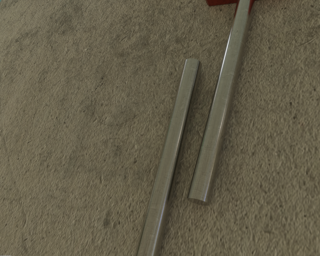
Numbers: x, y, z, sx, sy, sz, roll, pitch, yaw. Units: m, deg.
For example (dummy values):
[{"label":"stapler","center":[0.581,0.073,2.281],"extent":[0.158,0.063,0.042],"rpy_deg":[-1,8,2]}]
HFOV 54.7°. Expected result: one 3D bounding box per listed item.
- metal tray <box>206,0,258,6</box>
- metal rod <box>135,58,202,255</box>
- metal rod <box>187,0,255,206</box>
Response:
[{"label":"metal tray","center":[0.138,-0.236,0.472],"extent":[0.130,0.030,0.090],"rpy_deg":[5,64,30]},{"label":"metal rod","center":[0.011,0.042,0.371],"extent":[0.025,0.025,0.300],"rpy_deg":[1,62,28]},{"label":"metal rod","center":[0.083,-0.052,0.391],"extent":[0.025,0.025,0.300],"rpy_deg":[4,63,29]}]
